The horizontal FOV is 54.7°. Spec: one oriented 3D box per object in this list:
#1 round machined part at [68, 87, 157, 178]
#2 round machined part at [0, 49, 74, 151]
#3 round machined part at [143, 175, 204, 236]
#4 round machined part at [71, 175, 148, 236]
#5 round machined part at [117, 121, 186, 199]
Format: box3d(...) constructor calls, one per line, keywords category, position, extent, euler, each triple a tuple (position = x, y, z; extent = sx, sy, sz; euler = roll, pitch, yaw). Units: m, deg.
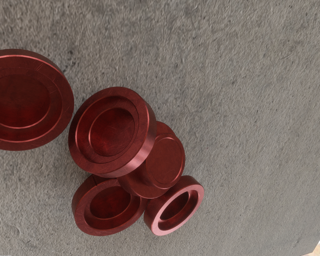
box3d(category="round machined part", position=(-0.048, 0.007, 0.342), extent=(0.098, 0.098, 0.042), euler=(-44, 149, 2))
box3d(category="round machined part", position=(-0.138, -0.030, 0.302), extent=(0.099, 0.042, 0.097), euler=(-14, 124, -21))
box3d(category="round machined part", position=(0.015, 0.109, 0.462), extent=(0.099, 0.042, 0.097), euler=(-26, 137, -27))
box3d(category="round machined part", position=(-0.069, 0.094, 0.416), extent=(0.099, 0.042, 0.097), euler=(-14, 124, -21))
box3d(category="round machined part", position=(-0.006, 0.040, 0.388), extent=(0.099, 0.042, 0.097), euler=(0, 90, -45))
